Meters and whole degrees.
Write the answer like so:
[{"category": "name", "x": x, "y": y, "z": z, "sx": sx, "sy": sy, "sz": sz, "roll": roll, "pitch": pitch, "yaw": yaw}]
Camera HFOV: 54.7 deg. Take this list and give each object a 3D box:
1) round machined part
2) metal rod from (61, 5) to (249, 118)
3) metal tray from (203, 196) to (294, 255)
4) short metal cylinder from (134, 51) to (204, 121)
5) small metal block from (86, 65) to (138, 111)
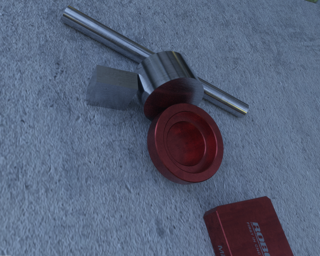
[{"category": "round machined part", "x": 0.028, "y": 0.022, "z": 0.386, "sx": 0.099, "sy": 0.042, "sz": 0.098, "roll": 10, "pitch": 70, "yaw": -27}, {"category": "metal rod", "x": 0.001, "y": -0.093, "z": 0.460, "sx": 0.301, "sy": 0.025, "sz": 0.025, "roll": 27, "pitch": 53, "yaw": -12}, {"category": "metal tray", "x": 0.114, "y": 0.154, "z": 0.368, "sx": 0.091, "sy": 0.030, "sz": 0.130, "roll": -2, "pitch": 63, "yaw": -29}, {"category": "short metal cylinder", "x": 0.009, "y": -0.051, "z": 0.399, "sx": 0.081, "sy": 0.079, "sz": 0.050, "roll": -3, "pitch": 50, "yaw": -29}, {"category": "small metal block", "x": -0.060, "y": -0.048, "z": 0.385, "sx": 0.050, "sy": 0.050, "sz": 0.025, "roll": 8, "pitch": 58, "yaw": -24}]
